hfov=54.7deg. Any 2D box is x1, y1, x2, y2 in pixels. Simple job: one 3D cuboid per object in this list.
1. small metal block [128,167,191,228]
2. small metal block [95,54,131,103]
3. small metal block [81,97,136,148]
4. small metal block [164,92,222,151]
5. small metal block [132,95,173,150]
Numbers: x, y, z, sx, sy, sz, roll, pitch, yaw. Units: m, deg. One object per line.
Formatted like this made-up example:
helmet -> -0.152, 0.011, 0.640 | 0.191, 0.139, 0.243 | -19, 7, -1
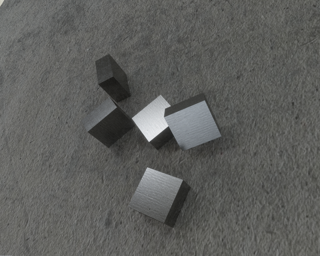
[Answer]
small metal block -> 0.000, 0.079, 0.356 | 0.050, 0.025, 0.050 | 14, 69, 34
small metal block -> -0.071, -0.075, 0.471 | 0.025, 0.050, 0.050 | -25, 53, 13
small metal block -> -0.071, -0.007, 0.429 | 0.050, 0.050, 0.025 | -40, 51, 1
small metal block -> 0.039, -0.007, 0.368 | 0.050, 0.050, 0.025 | -23, 23, 14
small metal block -> -0.001, -0.008, 0.409 | 0.050, 0.025, 0.050 | -39, 51, 1
